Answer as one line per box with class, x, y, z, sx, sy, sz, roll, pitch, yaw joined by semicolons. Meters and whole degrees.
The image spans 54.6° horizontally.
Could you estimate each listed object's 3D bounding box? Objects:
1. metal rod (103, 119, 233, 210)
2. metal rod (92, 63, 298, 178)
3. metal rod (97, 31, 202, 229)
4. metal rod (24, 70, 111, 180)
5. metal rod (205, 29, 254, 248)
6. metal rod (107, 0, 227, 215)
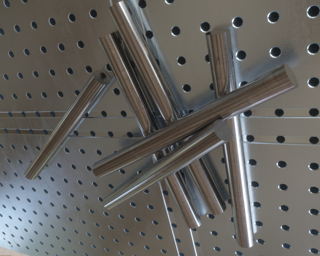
metal rod;-0.011;0.066;0.427;0.025;0.025;0.299;46;139;-4
metal rod;0.015;0.007;0.374;0.299;0.025;0.025;-28;103;37
metal rod;-0.006;0.016;0.424;0.025;0.025;0.299;-12;113;33
metal rod;-0.162;0.011;0.504;0.025;0.025;0.299;45;129;-3
metal rod;0.091;0.032;0.383;0.025;0.025;0.298;1;119;28
metal rod;0.017;-0.013;0.395;0.025;0.025;0.299;-15;111;34
